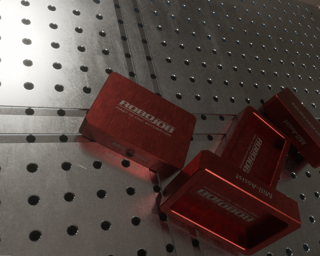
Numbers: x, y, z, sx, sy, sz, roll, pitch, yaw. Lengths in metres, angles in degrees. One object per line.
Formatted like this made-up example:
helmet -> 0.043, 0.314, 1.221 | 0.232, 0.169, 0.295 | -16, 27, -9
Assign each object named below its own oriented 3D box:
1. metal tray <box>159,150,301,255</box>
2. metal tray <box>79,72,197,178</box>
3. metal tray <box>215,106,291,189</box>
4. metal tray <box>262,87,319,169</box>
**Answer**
metal tray -> 0.077, 0.089, 0.352 | 0.130, 0.089, 0.030 | 30, 38, -9
metal tray -> -0.023, -0.005, 0.397 | 0.131, 0.030, 0.090 | 28, 52, -11
metal tray -> 0.137, 0.037, 0.458 | 0.090, 0.030, 0.131 | 40, 51, -2
metal tray -> 0.237, -0.005, 0.523 | 0.130, 0.030, 0.091 | 53, 36, 9
